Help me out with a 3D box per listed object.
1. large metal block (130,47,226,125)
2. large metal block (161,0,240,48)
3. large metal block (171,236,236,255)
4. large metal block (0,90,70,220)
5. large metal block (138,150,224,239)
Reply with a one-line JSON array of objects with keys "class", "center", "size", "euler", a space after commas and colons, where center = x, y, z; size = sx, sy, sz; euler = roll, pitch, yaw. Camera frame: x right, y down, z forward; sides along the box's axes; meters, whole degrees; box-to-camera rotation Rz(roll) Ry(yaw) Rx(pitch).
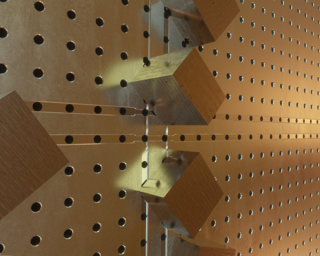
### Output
[{"class": "large metal block", "center": [0.023, -0.049, 0.395], "size": [0.080, 0.080, 0.050], "euler": [51, 60, -28]}, {"class": "large metal block", "center": [0.061, -0.176, 0.446], "size": [0.080, 0.050, 0.080], "euler": [-52, 121, -27]}, {"class": "large metal block", "center": [0.058, 0.206, 0.444], "size": [0.080, 0.050, 0.080], "euler": [22, 76, -38]}, {"class": "large metal block", "center": [-0.144, 0.023, 0.273], "size": [0.080, 0.050, 0.080], "euler": [-44, 117, -31]}, {"class": "large metal block", "center": [0.031, 0.088, 0.422], "size": [0.080, 0.050, 0.080], "euler": [-47, 118, -30]}]
